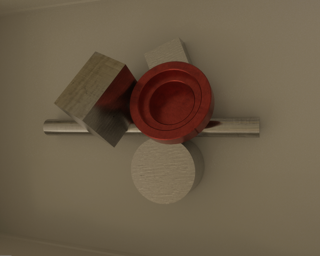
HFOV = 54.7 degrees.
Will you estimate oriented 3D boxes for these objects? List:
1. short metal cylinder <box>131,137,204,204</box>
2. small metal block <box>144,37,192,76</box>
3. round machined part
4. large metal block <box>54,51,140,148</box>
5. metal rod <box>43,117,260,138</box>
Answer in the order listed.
[{"bbox_3d":[0.011,0.050,0.390,0.080,0.050,0.079,0,90,19],"label":"short metal cylinder"},{"bbox_3d":[0.014,-0.082,0.404,0.050,0.025,0.050,-22,83,18],"label":"small metal block"},{"bbox_3d":[0.017,-0.027,0.373,0.098,0.042,0.098,-6,70,18],"label":"round machined part"},{"bbox_3d":[-0.069,-0.034,0.387,0.050,0.080,0.080,28,76,28],"label":"large metal block"},{"bbox_3d":[-0.024,-0.001,0.415,0.301,0.025,0.025,0,90,19],"label":"metal rod"}]
